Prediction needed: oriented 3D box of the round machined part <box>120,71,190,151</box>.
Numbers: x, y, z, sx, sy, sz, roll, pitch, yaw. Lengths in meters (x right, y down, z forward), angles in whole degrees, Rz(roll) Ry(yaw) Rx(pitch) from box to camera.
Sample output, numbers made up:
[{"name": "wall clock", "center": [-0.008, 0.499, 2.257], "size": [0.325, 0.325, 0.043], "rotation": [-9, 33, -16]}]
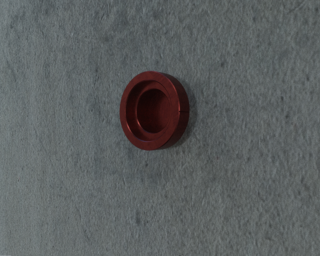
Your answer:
[{"name": "round machined part", "center": [-0.002, -0.021, 0.394], "size": [0.098, 0.042, 0.097], "rotation": [0, 90, 39]}]
